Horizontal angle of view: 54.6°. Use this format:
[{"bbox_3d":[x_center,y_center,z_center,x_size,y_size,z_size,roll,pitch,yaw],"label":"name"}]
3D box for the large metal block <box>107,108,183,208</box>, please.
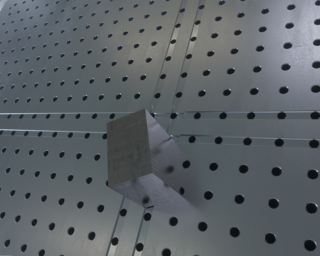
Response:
[{"bbox_3d":[-0.018,0.038,0.360,0.050,0.080,0.080,-20,54,17],"label":"large metal block"}]
